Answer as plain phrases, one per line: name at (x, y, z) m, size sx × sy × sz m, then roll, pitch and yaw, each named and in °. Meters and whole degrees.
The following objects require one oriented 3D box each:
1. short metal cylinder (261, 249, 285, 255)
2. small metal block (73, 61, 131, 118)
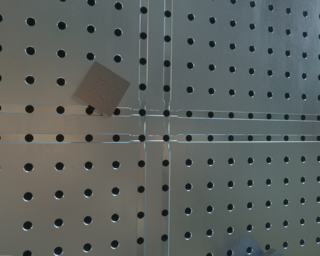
short metal cylinder at (0.167, 0.225, 0.448) m, size 0.050 × 0.080 × 0.080 m, roll -29°, pitch 100°, yaw -18°
small metal block at (-0.073, -0.047, 0.386) m, size 0.050 × 0.025 × 0.050 m, roll 32°, pitch 80°, yaw -18°
